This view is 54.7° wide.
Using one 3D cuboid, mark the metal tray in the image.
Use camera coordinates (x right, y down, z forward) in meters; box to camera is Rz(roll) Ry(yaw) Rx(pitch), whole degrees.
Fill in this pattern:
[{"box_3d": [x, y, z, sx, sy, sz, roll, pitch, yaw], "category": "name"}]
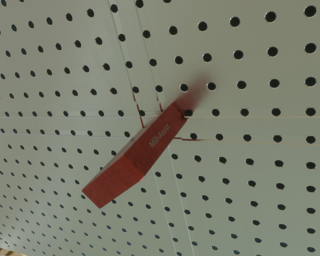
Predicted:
[{"box_3d": [-0.027, 0.030, 0.375, 0.030, 0.131, 0.090, 47, 129, -4], "category": "metal tray"}]
